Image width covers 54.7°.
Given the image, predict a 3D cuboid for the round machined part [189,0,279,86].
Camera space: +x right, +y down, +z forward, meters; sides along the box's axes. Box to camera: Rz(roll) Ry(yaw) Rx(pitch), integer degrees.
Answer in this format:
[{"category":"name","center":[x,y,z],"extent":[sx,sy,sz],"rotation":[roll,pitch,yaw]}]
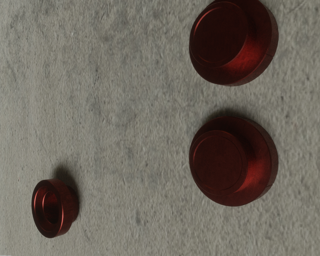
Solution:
[{"category":"round machined part","center":[0.071,-0.095,0.334],"extent":[0.098,0.042,0.097],"rotation":[0,90,39]}]

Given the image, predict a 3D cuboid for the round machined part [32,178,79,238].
[{"category":"round machined part","center":[-0.178,0.136,0.538],"extent":[0.098,0.042,0.097],"rotation":[0,90,39]}]

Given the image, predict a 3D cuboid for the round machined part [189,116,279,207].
[{"category":"round machined part","center":[0.071,0.036,0.334],"extent":[0.098,0.042,0.097],"rotation":[0,90,39]}]
